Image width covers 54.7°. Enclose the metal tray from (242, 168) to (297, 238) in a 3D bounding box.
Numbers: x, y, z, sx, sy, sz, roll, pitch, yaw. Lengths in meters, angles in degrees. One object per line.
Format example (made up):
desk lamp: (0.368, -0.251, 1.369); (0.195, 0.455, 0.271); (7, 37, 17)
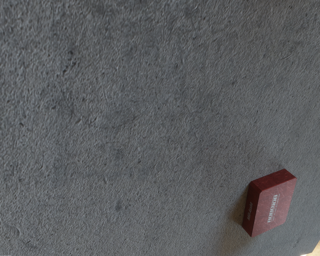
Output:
metal tray: (0.215, 0.150, 0.614); (0.091, 0.030, 0.129); (-15, 125, -20)
